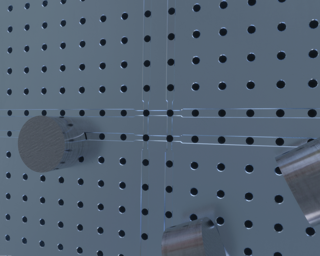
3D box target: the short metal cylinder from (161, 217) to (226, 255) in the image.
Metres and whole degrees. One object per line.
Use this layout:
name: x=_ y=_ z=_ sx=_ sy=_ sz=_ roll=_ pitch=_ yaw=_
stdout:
short metal cylinder: x=0.043 y=0.152 z=0.368 sx=0.050 sy=0.080 sz=0.080 roll=-22 pitch=83 yaw=19

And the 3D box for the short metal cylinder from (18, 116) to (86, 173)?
short metal cylinder: x=-0.158 y=0.022 z=0.455 sx=0.080 sy=0.050 sz=0.079 roll=0 pitch=90 yaw=20

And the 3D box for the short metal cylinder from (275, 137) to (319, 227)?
short metal cylinder: x=0.164 y=0.056 z=0.325 sx=0.050 sy=0.080 sz=0.080 roll=-29 pitch=81 yaw=18
